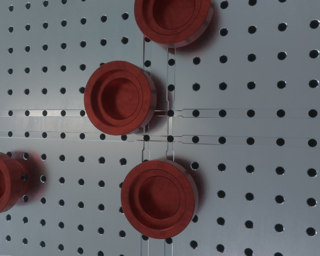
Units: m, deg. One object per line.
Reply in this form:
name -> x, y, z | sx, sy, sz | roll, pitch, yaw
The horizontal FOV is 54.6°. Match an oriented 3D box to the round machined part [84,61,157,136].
round machined part -> -0.050, -0.039, 0.422 | 0.098, 0.042, 0.097 | 0, 90, 20

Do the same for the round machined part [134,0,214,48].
round machined part -> 0.020, -0.151, 0.397 | 0.098, 0.042, 0.097 | 0, 90, 20

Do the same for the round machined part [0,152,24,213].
round machined part -> -0.260, 0.087, 0.496 | 0.098, 0.042, 0.097 | 0, 90, 20

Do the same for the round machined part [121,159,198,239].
round machined part -> 0.002, 0.089, 0.403 | 0.098, 0.042, 0.097 | 0, 90, 20
